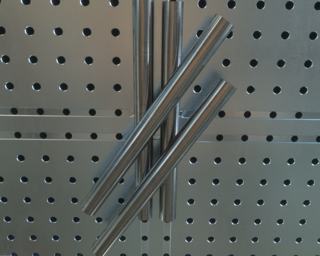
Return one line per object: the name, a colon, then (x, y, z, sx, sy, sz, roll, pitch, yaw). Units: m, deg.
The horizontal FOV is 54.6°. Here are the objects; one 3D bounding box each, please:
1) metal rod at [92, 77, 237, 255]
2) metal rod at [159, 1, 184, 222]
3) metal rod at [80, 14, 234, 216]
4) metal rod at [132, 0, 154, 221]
metal rod: (-0.003, 0.062, 0.409, 0.025, 0.025, 0.299, 33, 106, -11)
metal rod: (0.013, -0.007, 0.411, 0.025, 0.025, 0.298, 1, 110, 0)
metal rod: (-0.013, -0.004, 0.386, 0.025, 0.025, 0.299, 33, 107, -11)
metal rod: (-0.022, -0.010, 0.410, 0.025, 0.025, 0.298, 1, 110, 0)
